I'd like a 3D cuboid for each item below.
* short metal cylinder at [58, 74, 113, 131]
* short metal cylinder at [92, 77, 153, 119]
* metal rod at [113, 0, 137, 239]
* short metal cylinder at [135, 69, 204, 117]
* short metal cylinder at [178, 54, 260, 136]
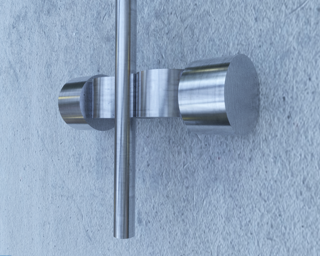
[{"bbox_3d":[-0.099,-0.036,0.452,0.050,0.081,0.080,1,91,40],"label":"short metal cylinder"},{"bbox_3d":[-0.049,-0.037,0.411,0.080,0.081,0.050,1,91,40],"label":"short metal cylinder"},{"bbox_3d":[-0.040,-0.024,0.359,0.025,0.025,0.298,1,91,40],"label":"metal rod"},{"bbox_3d":[0.012,-0.037,0.360,0.080,0.081,0.050,1,91,40],"label":"short metal cylinder"},{"bbox_3d":[0.063,-0.033,0.319,0.050,0.081,0.080,1,91,40],"label":"short metal cylinder"}]
